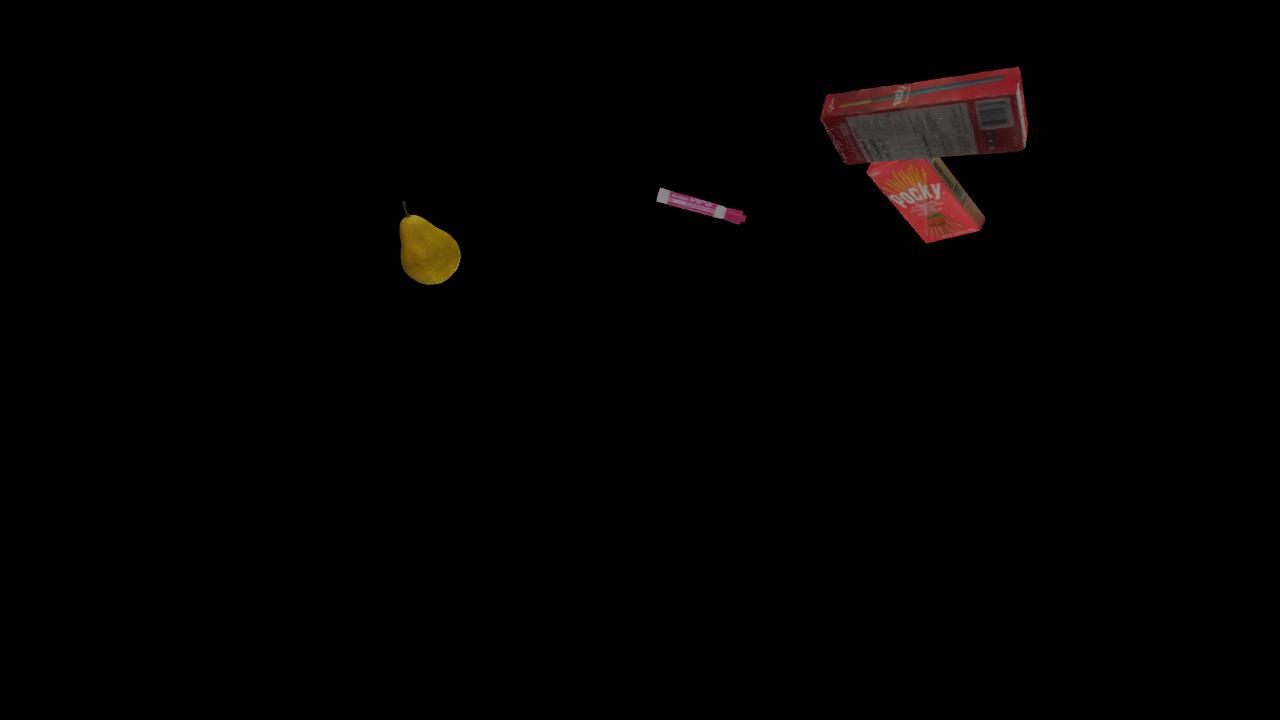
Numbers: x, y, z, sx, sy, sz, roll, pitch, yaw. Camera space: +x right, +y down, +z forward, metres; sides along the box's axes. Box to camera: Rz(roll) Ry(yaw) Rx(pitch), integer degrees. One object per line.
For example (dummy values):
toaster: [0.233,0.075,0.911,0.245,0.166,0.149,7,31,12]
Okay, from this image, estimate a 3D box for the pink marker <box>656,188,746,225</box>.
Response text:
pink marker: [0.082,-0.204,0.818,0.121,0.020,0.020,16,0,1]

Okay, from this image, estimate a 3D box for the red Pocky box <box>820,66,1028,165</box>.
red Pocky box: [0.246,-0.208,0.537,0.155,0.028,0.083,8,-10,37]

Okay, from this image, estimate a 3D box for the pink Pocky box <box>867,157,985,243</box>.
pink Pocky box: [0.389,-0.225,0.838,0.155,0.029,0.084,39,-21,-23]

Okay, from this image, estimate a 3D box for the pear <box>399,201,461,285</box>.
pear: [-0.293,-0.155,0.822,0.080,0.080,0.111,0,-38,27]
